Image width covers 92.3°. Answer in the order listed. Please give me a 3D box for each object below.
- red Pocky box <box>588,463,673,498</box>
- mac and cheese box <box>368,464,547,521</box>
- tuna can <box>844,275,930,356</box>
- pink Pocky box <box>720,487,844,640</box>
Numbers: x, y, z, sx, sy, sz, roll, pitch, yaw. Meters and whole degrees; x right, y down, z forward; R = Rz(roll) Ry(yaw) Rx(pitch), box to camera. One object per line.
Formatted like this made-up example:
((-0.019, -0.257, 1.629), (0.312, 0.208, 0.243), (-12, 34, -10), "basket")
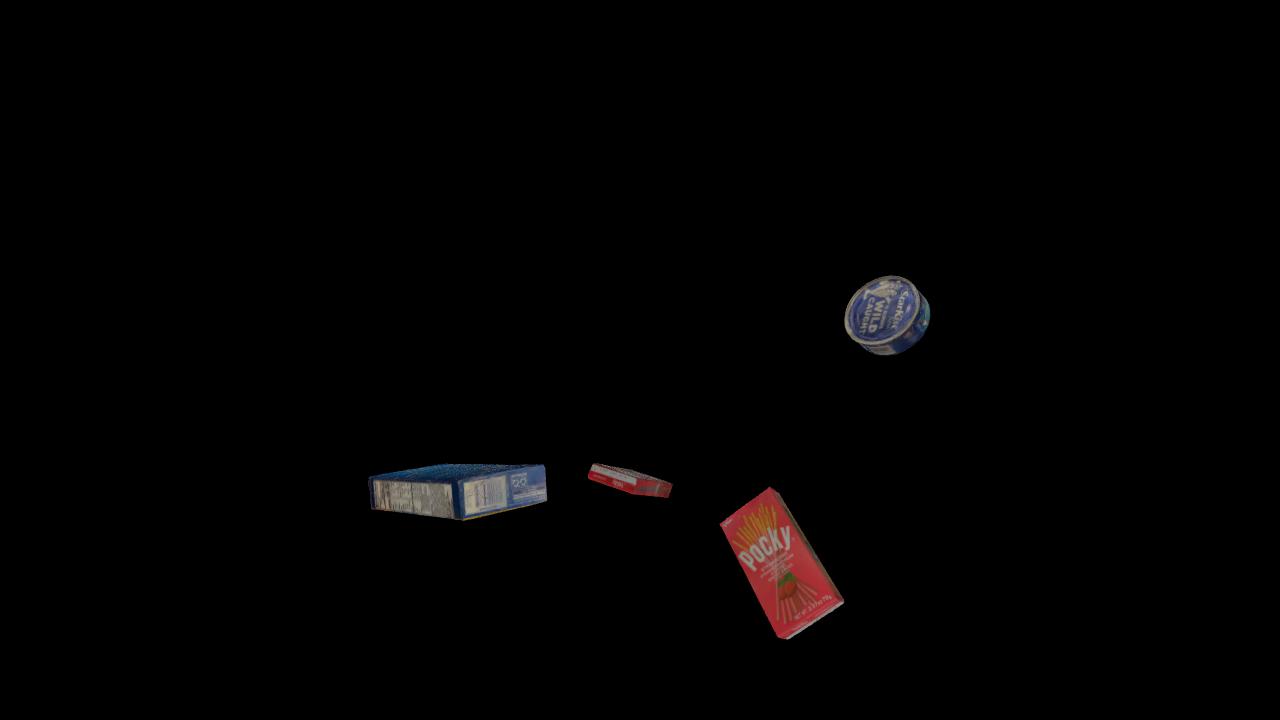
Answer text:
((-0.011, 0.194, 0.983), (0.083, 0.028, 0.155), (13, -8, 26), "red Pocky box")
((-0.185, 0.127, 0.612), (0.184, 0.041, 0.093), (-9, -4, 44), "mac and cheese box")
((0.270, -0.047, 0.671), (0.034, 0.084, 0.084), (31, -19, -36), "tuna can")
((0.163, 0.237, 0.730), (0.084, 0.155, 0.029), (-41, -43, 15), "pink Pocky box")
